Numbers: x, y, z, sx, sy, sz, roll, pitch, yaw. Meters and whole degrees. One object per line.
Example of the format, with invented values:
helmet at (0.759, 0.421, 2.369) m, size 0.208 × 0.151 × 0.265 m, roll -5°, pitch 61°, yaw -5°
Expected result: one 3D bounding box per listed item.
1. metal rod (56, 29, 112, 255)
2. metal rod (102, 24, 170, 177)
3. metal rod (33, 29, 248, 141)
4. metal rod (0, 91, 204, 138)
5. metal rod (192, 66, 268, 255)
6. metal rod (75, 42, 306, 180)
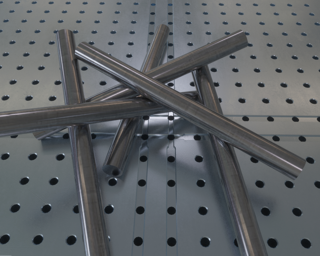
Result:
metal rod at (-0.096, 0.001, 0.366) m, size 0.025 × 0.025 × 0.299 m, roll -11°, pitch 63°, yaw -9°
metal rod at (-0.025, -0.062, 0.459) m, size 0.025 × 0.025 × 0.300 m, roll 9°, pitch 51°, yaw 8°
metal rod at (-0.025, -0.058, 0.410) m, size 0.301 × 0.025 × 0.025 m, roll -25°, pitch 53°, yaw -2°
metal rod at (-0.059, -0.021, 0.365) m, size 0.302 × 0.025 × 0.025 m, roll -10°, pitch 48°, yaw -32°
metal rod at (0.075, 0.029, 0.362) m, size 0.025 × 0.025 × 0.299 m, roll -6°, pitch 57°, yaw -5°
metal rod at (0.022, -0.029, 0.366) m, size 0.300 × 0.025 × 0.025 m, roll 30°, pitch 56°, yaw 16°
